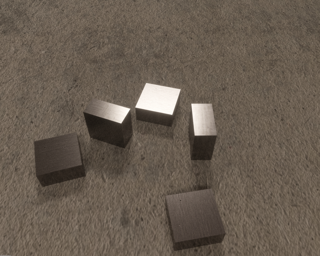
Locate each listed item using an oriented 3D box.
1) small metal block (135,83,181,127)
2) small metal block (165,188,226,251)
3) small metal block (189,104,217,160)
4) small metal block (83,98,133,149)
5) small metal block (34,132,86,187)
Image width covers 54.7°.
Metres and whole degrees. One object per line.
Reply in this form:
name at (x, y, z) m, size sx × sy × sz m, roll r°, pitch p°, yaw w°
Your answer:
small metal block at (-0.002, -0.033, 0.431) m, size 0.050 × 0.025 × 0.050 m, roll 12°, pitch 51°, yaw 9°
small metal block at (0.035, 0.095, 0.324) m, size 0.050 × 0.025 × 0.050 m, roll -7°, pitch 51°, yaw -7°
small metal block at (0.051, 0.005, 0.383) m, size 0.025 × 0.050 × 0.050 m, roll 0°, pitch 50°, yaw -1°
small metal block at (-0.064, -0.005, 0.391) m, size 0.050 × 0.050 × 0.025 m, roll 16°, pitch 52°, yaw 13°
small metal block at (-0.120, 0.037, 0.371) m, size 0.050 × 0.025 × 0.050 m, roll -13°, pitch 51°, yaw -11°
